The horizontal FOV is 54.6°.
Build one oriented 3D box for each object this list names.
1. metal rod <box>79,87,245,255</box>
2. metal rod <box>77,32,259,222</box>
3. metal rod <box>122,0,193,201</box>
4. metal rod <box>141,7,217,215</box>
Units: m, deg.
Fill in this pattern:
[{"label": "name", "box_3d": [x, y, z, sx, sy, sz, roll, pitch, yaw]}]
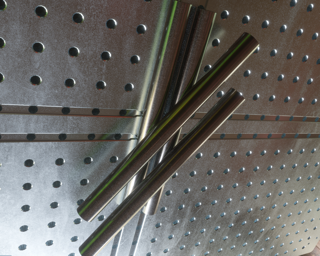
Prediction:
[{"label": "metal rod", "box_3d": [0.000, 0.064, 0.417, 0.300, 0.025, 0.025, -47, 129, 4]}, {"label": "metal rod", "box_3d": [0.007, 0.002, 0.384, 0.300, 0.025, 0.025, -46, 129, 4]}, {"label": "metal rod", "box_3d": [-0.012, -0.007, 0.400, 0.025, 0.025, 0.298, 1, 118, -29]}, {"label": "metal rod", "box_3d": [0.018, -0.005, 0.418, 0.025, 0.025, 0.298, 1, 118, -29]}]
